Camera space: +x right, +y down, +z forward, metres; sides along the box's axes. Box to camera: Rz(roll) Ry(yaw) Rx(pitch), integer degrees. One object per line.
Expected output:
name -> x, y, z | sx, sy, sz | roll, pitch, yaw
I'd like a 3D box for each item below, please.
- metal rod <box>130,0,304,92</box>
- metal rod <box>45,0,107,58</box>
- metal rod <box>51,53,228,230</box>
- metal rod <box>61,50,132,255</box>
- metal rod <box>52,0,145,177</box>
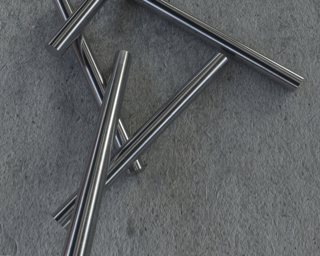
metal rod -> 0.069, -0.140, 0.459 | 0.301, 0.025, 0.025 | 33, 73, 11
metal rod -> -0.075, -0.222, 0.472 | 0.025, 0.025, 0.300 | 25, 66, 9
metal rod -> -0.009, 0.002, 0.386 | 0.025, 0.025, 0.301 | 39, 66, 13
metal rod -> -0.065, 0.015, 0.354 | 0.025, 0.025, 0.300 | 5, 52, 2
metal rod -> -0.092, -0.072, 0.433 | 0.025, 0.025, 0.299 | -23, 72, -8
